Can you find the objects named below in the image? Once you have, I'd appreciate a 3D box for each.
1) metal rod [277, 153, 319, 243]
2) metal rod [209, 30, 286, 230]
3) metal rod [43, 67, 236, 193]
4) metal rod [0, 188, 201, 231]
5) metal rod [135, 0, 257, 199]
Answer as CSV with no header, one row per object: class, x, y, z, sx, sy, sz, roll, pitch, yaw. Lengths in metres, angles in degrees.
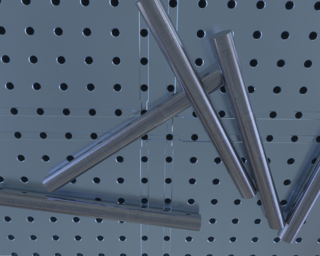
metal rod,0.236,0.034,0.427,0.025,0.025,0.298,16,109,-6
metal rod,0.121,0.021,0.405,0.025,0.025,0.299,-21,115,7
metal rod,-0.033,0.003,0.414,0.300,0.025,0.025,-32,107,11
metal rod,-0.090,0.120,0.456,0.302,0.025,0.025,8,110,-4
metal rod,0.057,-0.020,0.382,0.025,0.025,0.299,-27,117,10
